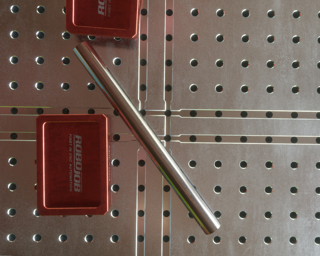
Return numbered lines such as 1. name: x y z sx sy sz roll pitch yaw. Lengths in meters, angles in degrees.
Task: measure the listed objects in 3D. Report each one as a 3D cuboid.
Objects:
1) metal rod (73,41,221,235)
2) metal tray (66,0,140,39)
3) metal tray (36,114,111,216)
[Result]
1. metal rod: -0.017 0.013 0.413 0.025 0.025 0.299 -36 90 0
2. metal tray: -0.070 -0.184 0.395 0.091 0.030 0.129 4 102 0
3. metal tray: -0.112 0.047 0.409 0.091 0.030 0.129 -1 90 -1
